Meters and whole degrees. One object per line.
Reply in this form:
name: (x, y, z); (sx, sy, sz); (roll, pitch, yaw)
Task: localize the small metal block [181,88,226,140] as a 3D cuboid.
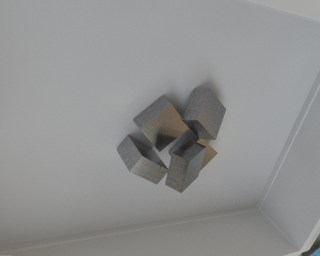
small metal block: (0.060, -0.018, 0.416); (0.050, 0.025, 0.050); (43, 60, -40)

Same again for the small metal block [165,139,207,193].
small metal block: (0.035, 0.050, 0.411); (0.050, 0.025, 0.050); (-30, 137, -52)

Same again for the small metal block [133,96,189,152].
small metal block: (0.002, -0.005, 0.405); (0.050, 0.025, 0.050); (-40, 130, -2)

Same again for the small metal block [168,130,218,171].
small metal block: (0.049, 0.037, 0.458); (0.050, 0.025, 0.050); (-46, 130, 4)

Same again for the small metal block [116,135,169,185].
small metal block: (-0.023, 0.042, 0.404); (0.050, 0.050, 0.025); (33, 100, -39)
